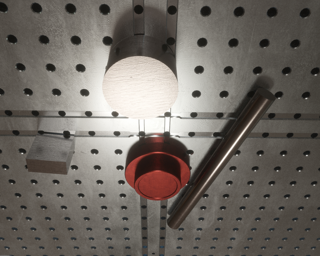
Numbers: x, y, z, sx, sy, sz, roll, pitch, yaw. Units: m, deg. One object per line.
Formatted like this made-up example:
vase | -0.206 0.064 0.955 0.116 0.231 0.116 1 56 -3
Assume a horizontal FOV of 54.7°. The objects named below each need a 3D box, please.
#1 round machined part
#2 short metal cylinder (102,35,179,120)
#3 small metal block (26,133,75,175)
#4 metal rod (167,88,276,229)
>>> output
round machined part | -0.003 0.071 0.461 0.099 0.042 0.097 -1 130 0
short metal cylinder | -0.021 -0.056 0.347 0.081 0.050 0.079 -1 130 0
small metal block | -0.148 0.035 0.423 0.050 0.050 0.025 6 130 -5
metal rod | 0.077 0.065 0.468 0.025 0.025 0.298 16 128 -14
